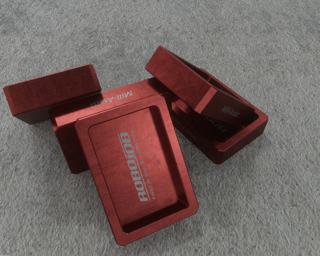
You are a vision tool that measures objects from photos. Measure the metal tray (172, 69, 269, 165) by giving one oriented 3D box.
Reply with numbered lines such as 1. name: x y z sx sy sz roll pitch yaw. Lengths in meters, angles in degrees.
1. metal tray: 0.066 -0.022 0.420 0.091 0.030 0.130 -31 57 -24

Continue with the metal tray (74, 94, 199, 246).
1. metal tray: -0.022 0.040 0.314 0.091 0.030 0.129 -20 98 -16

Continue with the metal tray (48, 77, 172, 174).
1. metal tray: -0.052 -0.002 0.363 0.131 0.089 0.030 -20 53 -16

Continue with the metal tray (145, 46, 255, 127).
1. metal tray: 0.053 -0.046 0.371 0.090 0.030 0.131 45 18 30

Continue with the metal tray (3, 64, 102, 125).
1. metal tray: -0.123 -0.036 0.372 0.091 0.130 0.030 -19 92 -16
